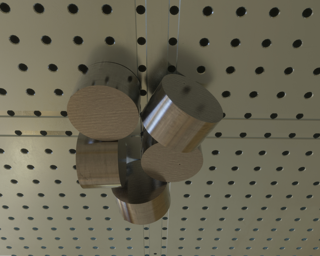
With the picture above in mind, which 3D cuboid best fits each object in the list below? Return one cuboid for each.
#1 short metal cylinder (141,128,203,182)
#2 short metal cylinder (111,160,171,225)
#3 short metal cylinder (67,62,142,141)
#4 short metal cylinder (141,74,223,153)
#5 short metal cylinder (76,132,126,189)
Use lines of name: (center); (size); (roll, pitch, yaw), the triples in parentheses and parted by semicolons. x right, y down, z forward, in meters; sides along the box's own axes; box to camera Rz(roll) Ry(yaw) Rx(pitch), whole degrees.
short metal cylinder: (0.016, 0.029, 0.420); (0.081, 0.050, 0.079); (-1, 131, 0)
short metal cylinder: (-0.026, 0.093, 0.453); (0.080, 0.080, 0.050); (-5, 130, 4)
short metal cylinder: (-0.064, -0.031, 0.368); (0.080, 0.050, 0.079); (0, 131, 1)
short metal cylinder: (0.025, -0.018, 0.361); (0.080, 0.080, 0.050); (22, 126, -18)
short metal cylinder: (-0.075, 0.039, 0.409); (0.050, 0.080, 0.079); (-2, 130, 1)
